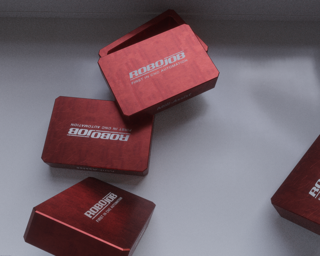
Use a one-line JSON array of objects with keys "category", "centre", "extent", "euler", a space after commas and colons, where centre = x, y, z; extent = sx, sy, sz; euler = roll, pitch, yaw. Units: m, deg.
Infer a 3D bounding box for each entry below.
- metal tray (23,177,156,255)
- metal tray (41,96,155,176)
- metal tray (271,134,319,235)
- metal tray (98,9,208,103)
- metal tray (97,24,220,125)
[{"category": "metal tray", "centre": [-0.061, 0.093, 0.319], "extent": [0.090, 0.130, 0.030], "euler": [21, 97, 7]}, {"category": "metal tray", "centre": [-0.076, 0.010, 0.403], "extent": [0.131, 0.030, 0.090], "euler": [6, 70, 2]}, {"category": "metal tray", "centre": [0.203, 0.060, 0.355], "extent": [0.130, 0.090, 0.030], "euler": [-46, 117, -15]}, {"category": "metal tray", "centre": [-0.009, -0.103, 0.444], "extent": [0.131, 0.030, 0.090], "euler": [-35, 74, -12]}, {"category": "metal tray", "centre": [-0.002, -0.071, 0.400], "extent": [0.131, 0.030, 0.090], "euler": [-25, 72, -9]}]
